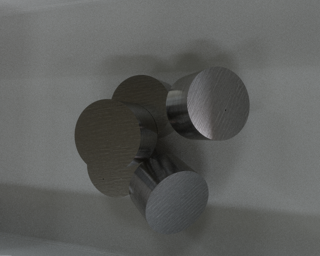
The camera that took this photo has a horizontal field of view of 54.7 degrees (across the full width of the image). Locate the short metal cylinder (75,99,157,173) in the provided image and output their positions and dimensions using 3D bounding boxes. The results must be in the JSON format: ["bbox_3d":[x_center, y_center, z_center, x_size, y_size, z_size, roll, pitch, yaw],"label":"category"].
[{"bbox_3d":[-0.049,0.008,0.357,0.080,0.050,0.079,0,90,19],"label":"short metal cylinder"}]

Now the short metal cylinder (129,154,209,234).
[{"bbox_3d":[0.010,0.077,0.368,0.050,0.081,0.080,35,105,58],"label":"short metal cylinder"}]

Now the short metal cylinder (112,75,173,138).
[{"bbox_3d":[-0.016,-0.025,0.400,0.080,0.050,0.079,0,90,19],"label":"short metal cylinder"}]

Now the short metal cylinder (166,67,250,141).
[{"bbox_3d":[0.054,-0.026,0.354,0.081,0.050,0.079,1,89,-25],"label":"short metal cylinder"}]

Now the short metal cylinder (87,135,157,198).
[{"bbox_3d":[-0.048,0.047,0.412,0.080,0.050,0.079,0,90,19],"label":"short metal cylinder"}]
